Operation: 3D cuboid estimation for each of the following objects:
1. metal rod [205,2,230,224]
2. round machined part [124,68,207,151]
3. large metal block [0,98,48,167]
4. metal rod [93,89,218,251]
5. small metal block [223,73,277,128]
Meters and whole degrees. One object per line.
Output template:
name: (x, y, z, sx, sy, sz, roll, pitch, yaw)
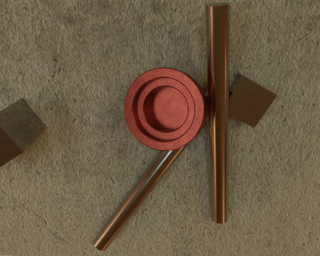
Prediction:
metal rod: (0.074, 0.003, 0.389, 0.025, 0.025, 0.298, -6, 119, 2)
round machined part: (0.010, -0.024, 0.380, 0.098, 0.042, 0.097, 2, 97, 18)
large metal block: (-0.200, 0.014, 0.383, 0.080, 0.080, 0.050, -32, 107, 10)
metal rod: (-0.006, 0.062, 0.432, 0.025, 0.025, 0.299, 33, 107, -12)
small metal block: (0.111, -0.036, 0.398, 0.050, 0.025, 0.050, 27, 108, -10)
